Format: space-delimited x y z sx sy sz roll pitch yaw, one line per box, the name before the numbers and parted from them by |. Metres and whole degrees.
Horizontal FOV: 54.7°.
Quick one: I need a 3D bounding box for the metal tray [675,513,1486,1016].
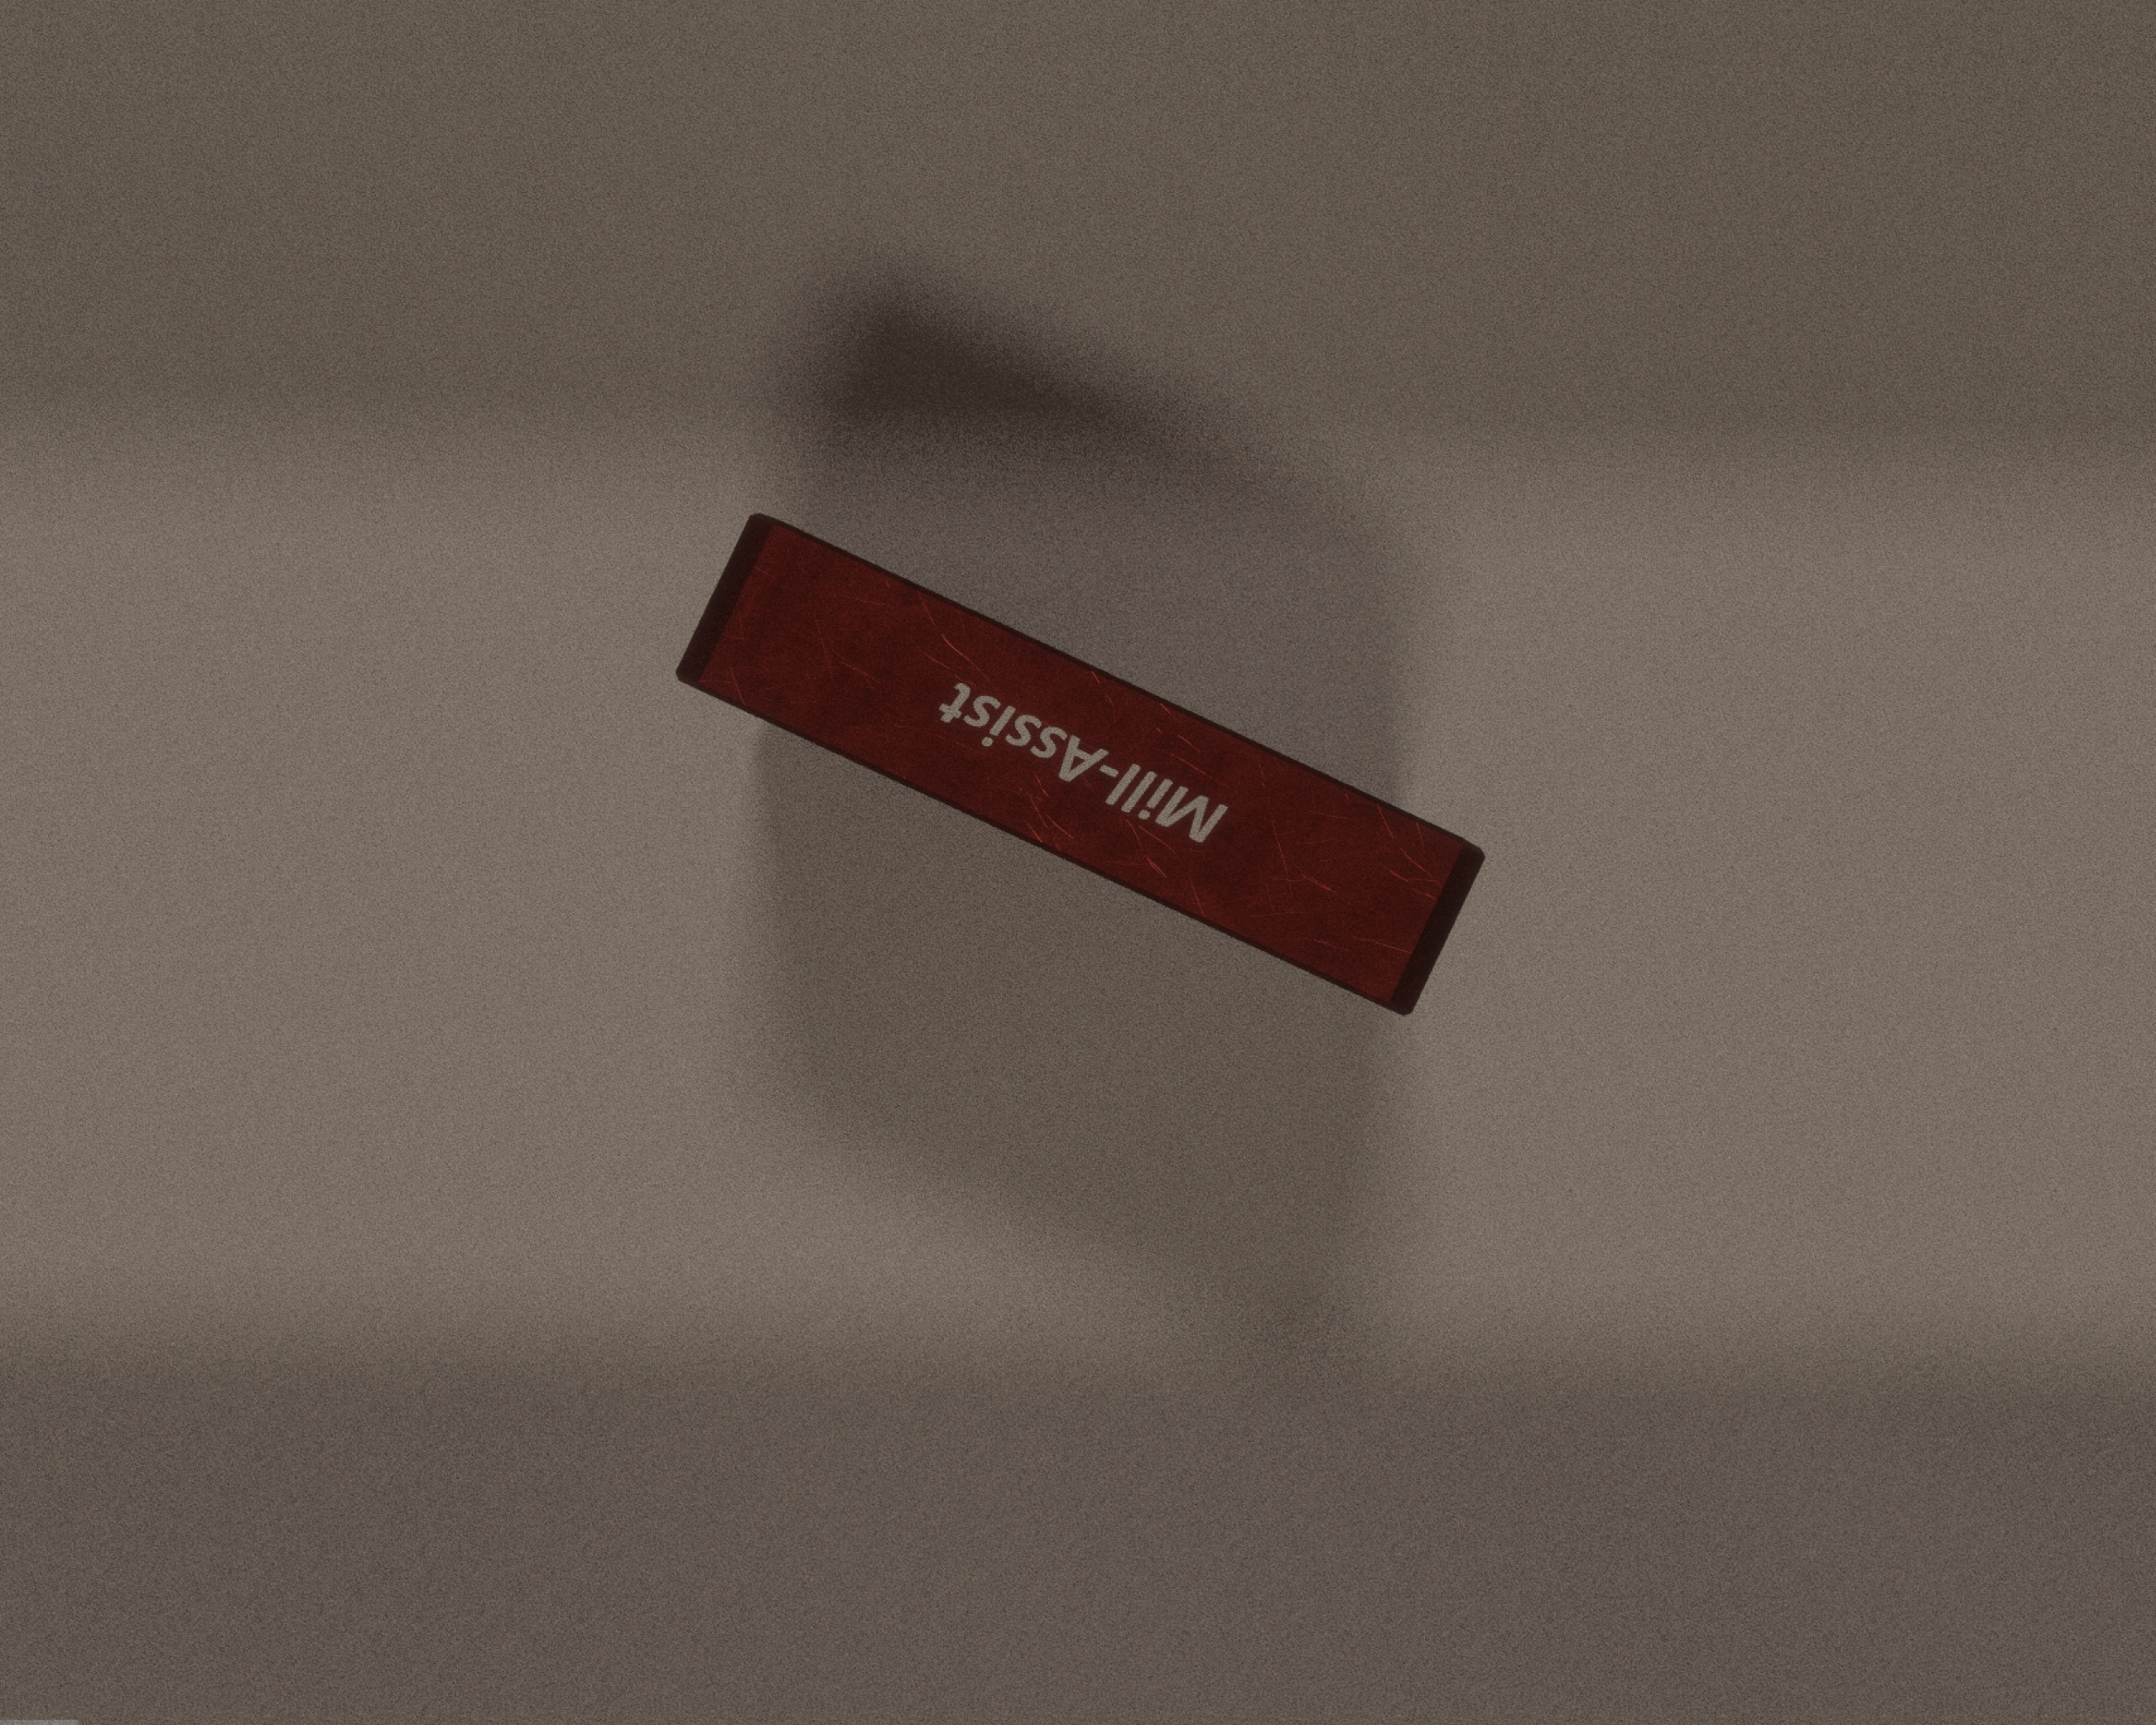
metal tray | 0.000 -0.016 0.375 0.131 0.090 0.030 25 90 -1
